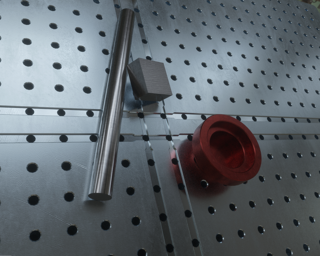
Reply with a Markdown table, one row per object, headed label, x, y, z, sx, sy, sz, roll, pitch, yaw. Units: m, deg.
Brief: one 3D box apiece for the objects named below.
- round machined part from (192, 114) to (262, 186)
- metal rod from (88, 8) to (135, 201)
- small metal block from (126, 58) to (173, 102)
| label | x | y | z | sx | sy | sz | roll | pitch | yaw |
| --- | --- | --- | --- | --- | --- | --- | --- | --- | --- |
| round machined part | 0.087 | 0.033 | 0.426 | 0.099 | 0.042 | 0.098 | 14 | 56 | -21 |
| metal rod | -0.058 | -0.053 | 0.410 | 0.025 | 0.025 | 0.300 | 16 | 55 | -20 |
| small metal block | -0.014 | -0.065 | 0.427 | 0.050 | 0.025 | 0.050 | -2 | 73 | -49 |
